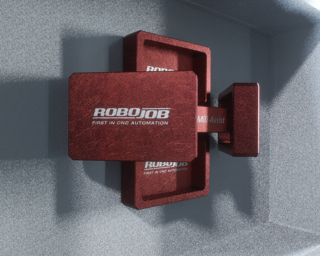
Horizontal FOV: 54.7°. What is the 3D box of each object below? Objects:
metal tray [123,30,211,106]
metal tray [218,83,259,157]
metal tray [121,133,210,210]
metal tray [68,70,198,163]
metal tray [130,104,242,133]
[{"bbox_3d":[0.013,-0.070,0.412,0.131,0.030,0.089,0,91,-41],"label":"metal tray"},{"bbox_3d":[0.105,-0.010,0.433,0.030,0.130,0.089,1,90,2],"label":"metal tray"},{"bbox_3d":[0.012,0.051,0.409,0.131,0.030,0.089,0,90,-41],"label":"metal tray"},{"bbox_3d":[-0.027,-0.012,0.322,0.030,0.131,0.089,3,87,-82],"label":"metal tray"},{"bbox_3d":[0.029,-0.010,0.387,0.131,0.090,0.030,0,90,-41],"label":"metal tray"}]
